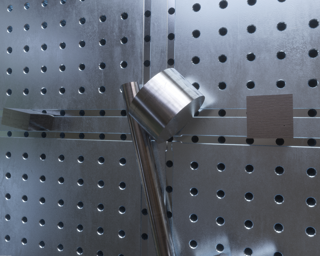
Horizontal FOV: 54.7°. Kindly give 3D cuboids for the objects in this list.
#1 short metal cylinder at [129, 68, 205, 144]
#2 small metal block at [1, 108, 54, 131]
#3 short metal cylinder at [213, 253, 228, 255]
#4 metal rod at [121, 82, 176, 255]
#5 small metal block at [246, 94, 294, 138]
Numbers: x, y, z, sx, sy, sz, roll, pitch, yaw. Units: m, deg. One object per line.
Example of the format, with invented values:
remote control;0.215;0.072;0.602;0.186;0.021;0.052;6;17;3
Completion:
short metal cylinder;0.009;-0.026;0.380;0.050;0.080;0.080;46;104;14
small metal block;-0.200;-0.013;0.470;0.050;0.050;0.025;12;94;19
short metal cylinder;0.064;0.194;0.361;0.050;0.080;0.080;-25;82;18
metal rod;-0.010;0.085;0.415;0.025;0.025;0.298;-14;85;19
small metal block;0.130;-0.013;0.367;0.050;0.025;0.050;-1;90;20
